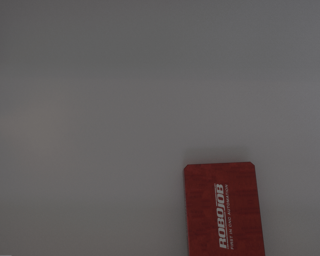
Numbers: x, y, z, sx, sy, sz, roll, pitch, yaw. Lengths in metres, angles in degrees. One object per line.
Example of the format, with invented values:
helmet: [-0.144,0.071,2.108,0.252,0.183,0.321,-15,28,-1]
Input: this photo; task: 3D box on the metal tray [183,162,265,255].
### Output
metal tray: [0.078,0.111,0.394,0.090,0.030,0.130,-3,76,0]
